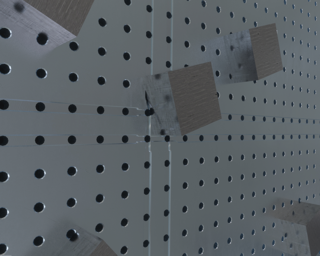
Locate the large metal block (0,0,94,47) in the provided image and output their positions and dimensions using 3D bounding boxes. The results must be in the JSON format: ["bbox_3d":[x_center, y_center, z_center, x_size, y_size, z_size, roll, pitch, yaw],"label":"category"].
[{"bbox_3d":[-0.110,-0.139,0.300,0.080,0.050,0.080,31,71,-36],"label":"large metal block"}]

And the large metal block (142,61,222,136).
[{"bbox_3d":[0.032,-0.040,0.418,0.081,0.050,0.080,-21,104,-38],"label":"large metal block"}]

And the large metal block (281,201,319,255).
[{"bbox_3d":[0.303,0.212,0.645,0.081,0.050,0.080,-24,105,-37],"label":"large metal block"}]

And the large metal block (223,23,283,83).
[{"bbox_3d":[0.159,-0.126,0.524,0.081,0.050,0.080,-24,105,-37],"label":"large metal block"}]

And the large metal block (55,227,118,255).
[{"bbox_3d":[-0.078,0.168,0.328,0.080,0.050,0.080,-47,118,-29],"label":"large metal block"}]
